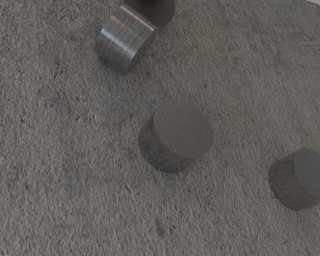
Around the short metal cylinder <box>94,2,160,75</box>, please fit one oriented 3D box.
[{"bbox_3d":[-0.044,-0.119,0.417,0.050,0.080,0.080,37,51,-4],"label":"short metal cylinder"}]

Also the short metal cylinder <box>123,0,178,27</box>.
[{"bbox_3d":[-0.012,-0.205,0.487,0.080,0.080,0.050,23,53,-15],"label":"short metal cylinder"}]

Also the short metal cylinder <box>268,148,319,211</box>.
[{"bbox_3d":[0.208,0.076,0.453,0.081,0.050,0.080,14,56,-21],"label":"short metal cylinder"}]

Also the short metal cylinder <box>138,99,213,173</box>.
[{"bbox_3d":[0.019,0.011,0.391,0.081,0.050,0.080,14,56,-21],"label":"short metal cylinder"}]
